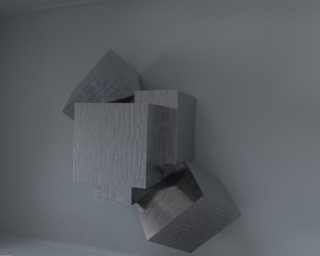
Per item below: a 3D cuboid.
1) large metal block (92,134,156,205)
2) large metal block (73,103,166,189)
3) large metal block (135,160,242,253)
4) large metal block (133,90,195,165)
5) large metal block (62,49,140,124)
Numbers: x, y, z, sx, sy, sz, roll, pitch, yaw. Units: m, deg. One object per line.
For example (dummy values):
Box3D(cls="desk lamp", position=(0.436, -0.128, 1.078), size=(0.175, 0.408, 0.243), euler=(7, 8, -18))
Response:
Box3D(cls="large metal block", position=(-0.042, 0.047, 0.395), size=(0.050, 0.080, 0.080), euler=(1, 90, 20))
Box3D(cls="large metal block", position=(-0.041, 0.015, 0.325), size=(0.080, 0.050, 0.080), euler=(2, 91, 20))
Box3D(cls="large metal block", position=(0.033, 0.094, 0.360), size=(0.080, 0.080, 0.050), euler=(-43, 42, 15))
Box3D(cls="large metal block", position=(0.008, -0.001, 0.375), size=(0.050, 0.080, 0.080), euler=(1, 90, 20))
Box3D(cls="large metal block", position=(-0.072, -0.048, 0.397), size=(0.050, 0.080, 0.080), euler=(40, 105, -21))
